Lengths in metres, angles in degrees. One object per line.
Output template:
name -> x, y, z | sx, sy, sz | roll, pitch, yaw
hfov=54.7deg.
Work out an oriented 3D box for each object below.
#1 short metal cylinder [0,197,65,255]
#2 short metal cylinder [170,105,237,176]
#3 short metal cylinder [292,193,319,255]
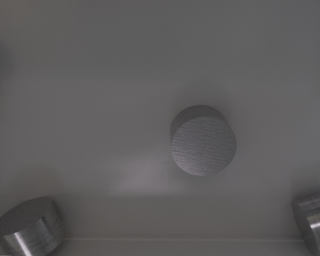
short metal cylinder -> -0.181, 0.142, 0.432 | 0.080, 0.080, 0.050 | -15, 110, 5
short metal cylinder -> 0.054, 0.015, 0.404 | 0.081, 0.050, 0.079 | 0, 110, 0
short metal cylinder -> 0.227, 0.133, 0.433 | 0.050, 0.080, 0.080 | -18, 109, 6
